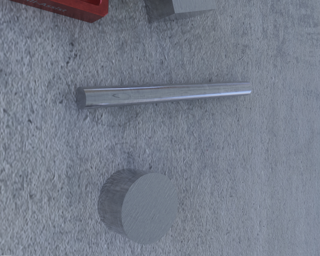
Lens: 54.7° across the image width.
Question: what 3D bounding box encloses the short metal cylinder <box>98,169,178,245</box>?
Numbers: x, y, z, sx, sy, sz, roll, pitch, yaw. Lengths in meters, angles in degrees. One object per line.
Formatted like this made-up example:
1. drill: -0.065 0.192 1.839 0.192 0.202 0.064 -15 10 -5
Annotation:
1. short metal cylinder: -0.025 0.090 0.367 0.081 0.050 0.079 0 90 -40

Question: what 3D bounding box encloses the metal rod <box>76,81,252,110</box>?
1. metal rod: 0.030 -0.050 0.429 0.302 0.025 0.025 -9 96 -40

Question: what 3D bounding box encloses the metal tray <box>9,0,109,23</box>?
1. metal tray: -0.114 -0.166 0.305 0.131 0.030 0.089 3 88 -40

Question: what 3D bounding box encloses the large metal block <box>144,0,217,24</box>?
1. large metal block: 0.022 -0.187 0.406 0.081 0.050 0.080 -23 105 -38
